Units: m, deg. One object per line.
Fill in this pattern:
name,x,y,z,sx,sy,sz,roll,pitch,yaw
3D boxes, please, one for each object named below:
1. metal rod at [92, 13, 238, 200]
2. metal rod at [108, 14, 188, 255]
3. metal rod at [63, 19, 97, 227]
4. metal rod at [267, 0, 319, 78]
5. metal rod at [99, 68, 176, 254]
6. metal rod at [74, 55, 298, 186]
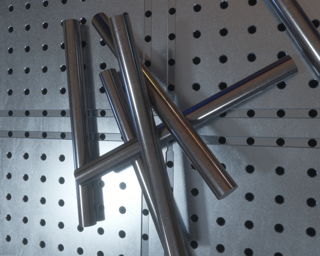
metal rod,-0.008,-0.044,0.381,0.025,0.025,0.299,-42,64,15
metal rod,-0.012,0.019,0.367,0.025,0.025,0.299,-12,95,20
metal rod,-0.118,-0.008,0.454,0.025,0.025,0.298,-6,88,20
metal rod,0.160,-0.116,0.355,0.025,0.025,0.299,-32,80,17
metal rod,-0.021,0.059,0.420,0.025,0.025,0.299,-24,82,18
metal rod,0.023,-0.004,0.386,0.300,0.025,0.025,-28,81,10
